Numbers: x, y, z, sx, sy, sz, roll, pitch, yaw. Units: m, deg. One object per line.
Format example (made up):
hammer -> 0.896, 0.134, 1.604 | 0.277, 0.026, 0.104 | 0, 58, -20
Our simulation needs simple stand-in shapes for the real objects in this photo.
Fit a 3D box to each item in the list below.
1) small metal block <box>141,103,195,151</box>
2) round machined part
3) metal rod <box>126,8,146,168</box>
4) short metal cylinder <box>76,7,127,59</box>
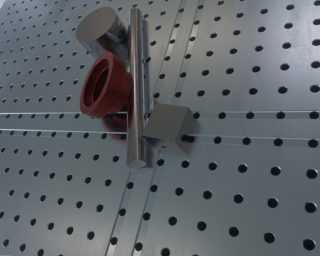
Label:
small metal block -> 0.011, -0.003, 0.404 | 0.050, 0.025, 0.050 | 10, 67, 32
round machined part -> -0.077, -0.059, 0.458 | 0.098, 0.042, 0.098 | -31, 49, 43
metal rod -> -0.038, -0.079, 0.476 | 0.025, 0.025, 0.299 | -16, 55, 19
short metal cylinder -> -0.100, -0.165, 0.546 | 0.080, 0.050, 0.080 | -13, 56, 21
